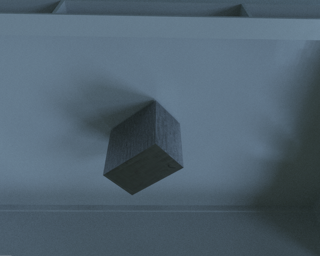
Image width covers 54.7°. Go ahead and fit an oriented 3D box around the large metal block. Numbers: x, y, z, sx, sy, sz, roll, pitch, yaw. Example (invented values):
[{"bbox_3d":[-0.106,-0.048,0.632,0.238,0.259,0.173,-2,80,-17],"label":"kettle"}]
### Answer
[{"bbox_3d":[-0.020,0.025,0.390,0.080,0.080,0.050,-32,123,24],"label":"large metal block"}]
